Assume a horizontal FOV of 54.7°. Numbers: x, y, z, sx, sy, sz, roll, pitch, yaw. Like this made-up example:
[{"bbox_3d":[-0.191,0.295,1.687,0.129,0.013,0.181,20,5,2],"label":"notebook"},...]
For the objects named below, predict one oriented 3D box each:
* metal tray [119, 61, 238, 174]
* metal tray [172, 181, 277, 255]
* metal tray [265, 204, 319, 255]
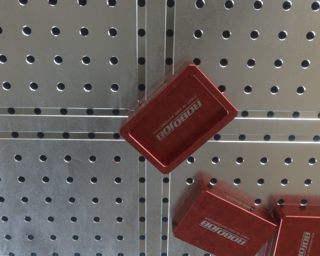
[{"bbox_3d":[0.023,-0.011,0.406,0.130,0.030,0.090,-42,105,13],"label":"metal tray"},{"bbox_3d":[0.095,0.146,0.466,0.131,0.030,0.090,28,107,-10],"label":"metal tray"},{"bbox_3d":[0.218,0.183,0.482,0.091,0.030,0.129,2,110,-2],"label":"metal tray"}]
